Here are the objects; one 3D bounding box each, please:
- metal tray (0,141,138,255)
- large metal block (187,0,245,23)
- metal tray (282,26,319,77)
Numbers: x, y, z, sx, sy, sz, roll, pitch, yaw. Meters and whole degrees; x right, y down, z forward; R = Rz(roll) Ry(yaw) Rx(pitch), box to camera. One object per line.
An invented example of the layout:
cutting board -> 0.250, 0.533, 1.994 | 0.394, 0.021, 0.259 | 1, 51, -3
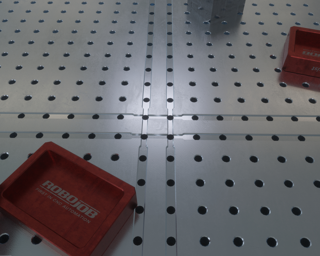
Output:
metal tray -> -0.102, 0.078, 0.337 | 0.130, 0.030, 0.090 | 25, 54, 19
large metal block -> 0.111, -0.258, 0.609 | 0.081, 0.050, 0.080 | -24, 54, -19
metal tray -> 0.274, -0.120, 0.506 | 0.131, 0.030, 0.090 | 14, 51, 11
